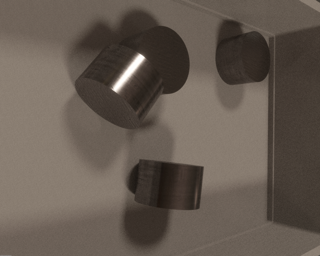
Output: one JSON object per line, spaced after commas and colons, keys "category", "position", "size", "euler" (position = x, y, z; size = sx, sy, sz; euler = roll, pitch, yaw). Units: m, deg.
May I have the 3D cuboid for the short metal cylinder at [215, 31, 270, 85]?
{"category": "short metal cylinder", "position": [0.137, -0.113, 0.508], "size": [0.081, 0.050, 0.079], "euler": [0, 90, -40]}

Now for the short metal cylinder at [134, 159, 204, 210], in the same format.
{"category": "short metal cylinder", "position": [0.012, 0.068, 0.383], "size": [0.081, 0.080, 0.050], "euler": [11, 83, -40]}

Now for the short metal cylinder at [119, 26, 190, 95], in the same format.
{"category": "short metal cylinder", "position": [-0.009, -0.080, 0.384], "size": [0.081, 0.050, 0.079], "euler": [0, 90, -40]}

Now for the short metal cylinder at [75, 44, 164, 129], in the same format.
{"category": "short metal cylinder", "position": [-0.043, -0.043, 0.336], "size": [0.080, 0.080, 0.050], "euler": [48, 62, -30]}
